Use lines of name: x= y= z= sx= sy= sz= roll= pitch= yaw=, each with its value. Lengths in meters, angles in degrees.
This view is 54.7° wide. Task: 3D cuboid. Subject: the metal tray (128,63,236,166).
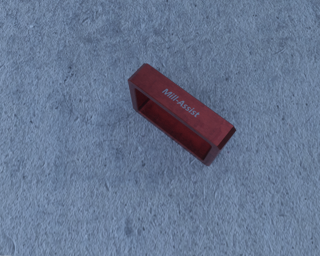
metal tray: x=0.023 y=-0.013 z=0.380 sx=0.130 sy=0.090 sz=0.030 roll=38 pitch=74 yaw=12
